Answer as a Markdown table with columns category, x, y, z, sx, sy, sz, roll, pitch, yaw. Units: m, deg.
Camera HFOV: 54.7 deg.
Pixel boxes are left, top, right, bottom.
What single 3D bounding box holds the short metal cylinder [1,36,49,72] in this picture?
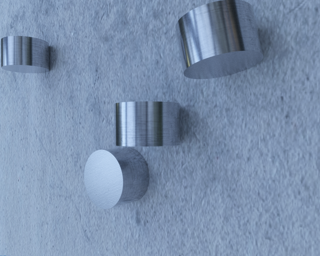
| category | x | y | z | sx | sy | sz | roll | pitch | yaw |
| --- | --- | --- | --- | --- | --- | --- | --- | --- | --- |
| short metal cylinder | -0.247 | -0.133 | 0.569 | 0.080 | 0.081 | 0.050 | -1 | 90 | 39 |

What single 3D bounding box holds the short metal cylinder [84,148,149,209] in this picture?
| category | x | y | z | sx | sy | sz | roll | pitch | yaw |
| --- | --- | --- | --- | --- | --- | --- | --- | --- | --- |
| short metal cylinder | -0.062 | 0.069 | 0.437 | 0.080 | 0.050 | 0.079 | 0 | 90 | 39 |

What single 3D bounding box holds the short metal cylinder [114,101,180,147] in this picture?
| category | x | y | z | sx | sy | sz | roll | pitch | yaw |
| --- | --- | --- | --- | --- | --- | --- | --- | --- | --- |
| short metal cylinder | -0.016 | -0.004 | 0.380 | 0.080 | 0.081 | 0.050 | 0 | 90 | 39 |

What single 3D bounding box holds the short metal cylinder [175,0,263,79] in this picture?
| category | x | y | z | sx | sy | sz | roll | pitch | yaw |
| --- | --- | --- | --- | --- | --- | --- | --- | --- | --- |
| short metal cylinder | 0.060 | -0.087 | 0.319 | 0.080 | 0.081 | 0.050 | -15 | 81 | 39 |
